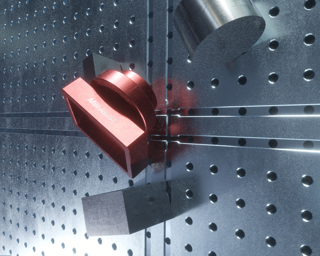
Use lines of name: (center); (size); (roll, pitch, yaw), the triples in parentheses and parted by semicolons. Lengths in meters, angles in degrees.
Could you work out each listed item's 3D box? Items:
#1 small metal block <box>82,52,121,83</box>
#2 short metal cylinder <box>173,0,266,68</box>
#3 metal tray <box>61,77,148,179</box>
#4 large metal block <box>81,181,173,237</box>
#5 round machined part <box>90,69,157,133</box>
small metal block: (-0.083, -0.077, 0.457); (0.025, 0.050, 0.050); (-29, 63, 36)
short metal cylinder: (0.061, -0.107, 0.323); (0.080, 0.081, 0.050); (-36, 68, 34)
metal tray: (-0.072, 0.001, 0.418); (0.130, 0.030, 0.090); (40, 155, 21)
large metal block: (-0.043, 0.106, 0.409); (0.080, 0.081, 0.050); (-18, 79, 38)
round machined part: (-0.043, -0.037, 0.412); (0.098, 0.042, 0.098); (32, 151, 21)
